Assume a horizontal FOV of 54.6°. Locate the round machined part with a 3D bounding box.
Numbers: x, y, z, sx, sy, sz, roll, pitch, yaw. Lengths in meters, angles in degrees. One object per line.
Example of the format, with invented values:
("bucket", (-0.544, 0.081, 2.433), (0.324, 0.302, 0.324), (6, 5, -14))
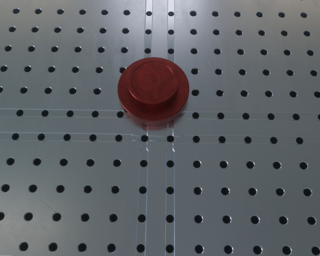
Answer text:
("round machined part", (-0.009, -0.056, 0.423), (0.099, 0.042, 0.098), (0, 70, 0))
